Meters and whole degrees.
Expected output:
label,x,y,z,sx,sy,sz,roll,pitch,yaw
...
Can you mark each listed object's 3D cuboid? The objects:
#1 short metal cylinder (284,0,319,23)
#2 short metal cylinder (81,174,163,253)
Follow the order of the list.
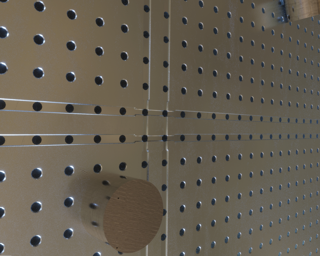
label,x,y,z,sx,sy,sz,roll,pitch,yaw
short metal cylinder,0.296,-0.250,0.625,0.081,0.080,0.050,-26,107,-37
short metal cylinder,-0.043,0.096,0.359,0.081,0.050,0.079,0,90,-40
